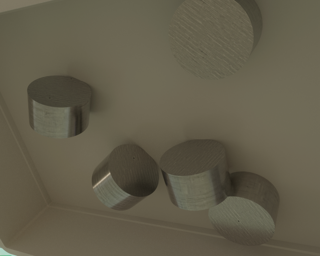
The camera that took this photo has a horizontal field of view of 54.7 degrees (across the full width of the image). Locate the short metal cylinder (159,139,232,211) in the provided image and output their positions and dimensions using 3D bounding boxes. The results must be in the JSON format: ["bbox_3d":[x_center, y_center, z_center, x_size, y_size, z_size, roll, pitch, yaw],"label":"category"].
[{"bbox_3d":[0.044,0.056,0.383,0.080,0.080,0.050,-2,118,28],"label":"short metal cylinder"}]

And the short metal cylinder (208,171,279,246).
[{"bbox_3d":[0.109,0.103,0.399,0.080,0.050,0.079,13,124,20],"label":"short metal cylinder"}]

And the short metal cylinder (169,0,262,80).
[{"bbox_3d":[0.055,-0.094,0.305,0.080,0.050,0.079,13,124,20],"label":"short metal cylinder"}]

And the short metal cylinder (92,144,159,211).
[{"bbox_3d":[-0.049,0.070,0.440,0.080,0.080,0.050,45,129,-3],"label":"short metal cylinder"}]

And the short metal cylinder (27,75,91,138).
[{"bbox_3d":[-0.137,-0.030,0.424,0.080,0.080,0.050,24,127,13],"label":"short metal cylinder"}]
